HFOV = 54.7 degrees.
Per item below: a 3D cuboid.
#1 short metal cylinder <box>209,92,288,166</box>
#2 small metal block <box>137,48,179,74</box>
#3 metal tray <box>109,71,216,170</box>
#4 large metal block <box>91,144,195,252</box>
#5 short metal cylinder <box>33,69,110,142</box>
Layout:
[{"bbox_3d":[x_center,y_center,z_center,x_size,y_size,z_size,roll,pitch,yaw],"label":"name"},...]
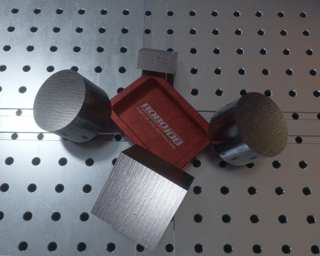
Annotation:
[{"bbox_3d":[0.108,0.002,0.382,0.081,0.050,0.080,10,68,-25],"label":"short metal cylinder"},{"bbox_3d":[-0.002,-0.094,0.430,0.050,0.050,0.025,8,108,3],"label":"small metal block"},{"bbox_3d":[0.000,-0.005,0.410,0.090,0.030,0.130,-40,75,-13],"label":"metal tray"},{"bbox_3d":[-0.018,0.076,0.352,0.080,0.050,0.080,29,103,10],"label":"large metal block"},{"bbox_3d":[-0.111,-0.027,0.391,0.080,0.050,0.080,-9,69,24],"label":"short metal cylinder"}]
